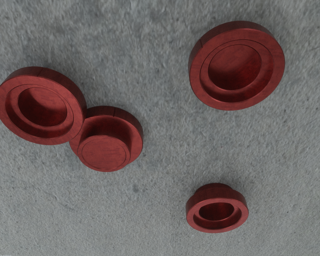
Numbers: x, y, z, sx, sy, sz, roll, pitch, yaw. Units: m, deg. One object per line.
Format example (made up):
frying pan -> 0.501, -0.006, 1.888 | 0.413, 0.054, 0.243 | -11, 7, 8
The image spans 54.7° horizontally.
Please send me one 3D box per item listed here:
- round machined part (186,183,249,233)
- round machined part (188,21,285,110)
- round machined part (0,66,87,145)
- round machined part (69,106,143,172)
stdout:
round machined part -> 0.091, 0.127, 0.506 | 0.099, 0.042, 0.097 | -1, 130, 0
round machined part -> 0.080, -0.070, 0.338 | 0.099, 0.042, 0.097 | -1, 130, 0
round machined part -> -0.136, -0.030, 0.367 | 0.099, 0.042, 0.097 | 1, 128, 1
round machined part -> -0.072, 0.021, 0.413 | 0.099, 0.042, 0.097 | -1, 130, 0
